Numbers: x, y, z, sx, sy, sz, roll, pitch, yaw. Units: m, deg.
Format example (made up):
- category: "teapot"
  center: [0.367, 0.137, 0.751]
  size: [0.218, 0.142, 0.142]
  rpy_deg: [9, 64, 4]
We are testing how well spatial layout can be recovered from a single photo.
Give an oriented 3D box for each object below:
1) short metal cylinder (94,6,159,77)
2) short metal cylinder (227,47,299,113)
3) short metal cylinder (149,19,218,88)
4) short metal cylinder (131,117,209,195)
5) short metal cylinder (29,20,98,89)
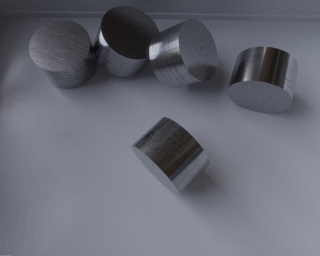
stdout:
- category: "short metal cylinder"
  center: [-0.046, -0.118, 0.425]
  size: [0.081, 0.050, 0.080]
  rpy_deg: [8, 69, -21]
- category: "short metal cylinder"
  center: [0.134, -0.061, 0.404]
  size: [0.080, 0.080, 0.050]
  rpy_deg: [17, 71, 6]
- category: "short metal cylinder"
  center: [0.032, -0.096, 0.410]
  size: [0.050, 0.080, 0.080]
  rpy_deg: [-8, 62, 44]
- category: "short metal cylinder"
  center: [0.012, 0.033, 0.368]
  size: [0.080, 0.080, 0.050]
  rpy_deg: [43, 75, 14]
- category: "short metal cylinder"
  center: [-0.132, -0.101, 0.432]
  size: [0.081, 0.050, 0.080]
  rpy_deg: [0, 70, 0]
